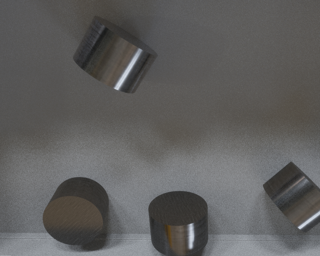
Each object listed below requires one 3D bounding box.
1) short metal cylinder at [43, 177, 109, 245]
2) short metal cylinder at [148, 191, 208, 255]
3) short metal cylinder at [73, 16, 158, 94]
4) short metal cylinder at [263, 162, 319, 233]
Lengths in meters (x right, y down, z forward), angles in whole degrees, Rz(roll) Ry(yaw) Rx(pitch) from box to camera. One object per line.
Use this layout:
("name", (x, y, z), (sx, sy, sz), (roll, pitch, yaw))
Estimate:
("short metal cylinder", (-0.117, 0.117, 0.440), (0.081, 0.050, 0.079), (0, 110, 0))
("short metal cylinder", (0.026, 0.131, 0.430), (0.080, 0.080, 0.050), (-4, 110, 1))
("short metal cylinder", (-0.050, -0.082, 0.351), (0.080, 0.080, 0.050), (30, 107, -11))
("short metal cylinder", (0.187, 0.092, 0.417), (0.080, 0.080, 0.050), (41, 105, -14))
